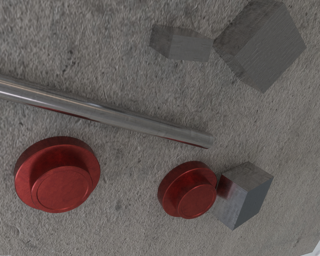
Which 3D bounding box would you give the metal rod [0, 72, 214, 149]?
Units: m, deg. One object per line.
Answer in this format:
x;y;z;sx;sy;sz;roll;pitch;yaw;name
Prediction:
-0.050;-0.013;0.371;0.302;0.025;0.025;15;111;-35;metal rod

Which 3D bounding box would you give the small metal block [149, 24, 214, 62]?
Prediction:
0.023;-0.095;0.344;0.050;0.050;0.025;-2;119;-28;small metal block

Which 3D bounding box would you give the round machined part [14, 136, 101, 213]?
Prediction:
-0.119;0.062;0.369;0.099;0.042;0.097;-14;124;-21;round machined part

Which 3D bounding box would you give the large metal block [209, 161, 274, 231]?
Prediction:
0.137;0.112;0.521;0.081;0.050;0.079;-14;126;-41;large metal block

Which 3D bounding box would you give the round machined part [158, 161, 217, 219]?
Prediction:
0.049;0.104;0.487;0.099;0.042;0.097;-14;124;-21;round machined part

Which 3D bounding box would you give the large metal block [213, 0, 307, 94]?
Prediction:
0.127;-0.104;0.395;0.080;0.050;0.080;-48;129;5;large metal block
